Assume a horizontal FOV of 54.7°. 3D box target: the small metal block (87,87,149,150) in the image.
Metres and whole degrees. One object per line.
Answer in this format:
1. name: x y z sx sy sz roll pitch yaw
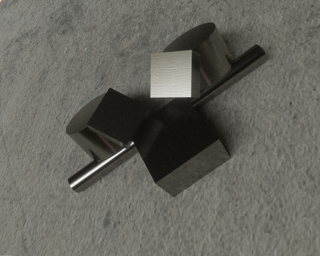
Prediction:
1. small metal block: -0.047 -0.010 0.355 0.050 0.025 0.050 27 74 4

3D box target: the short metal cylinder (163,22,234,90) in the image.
1. short metal cylinder: 0.047 -0.091 0.400 0.080 0.050 0.080 -28 29 18

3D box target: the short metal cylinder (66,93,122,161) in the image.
1. short metal cylinder: -0.076 -0.003 0.412 0.080 0.050 0.080 -28 29 18

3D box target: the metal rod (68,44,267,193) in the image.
1. metal rod: 0.007 -0.010 0.406 0.300 0.025 0.025 -35 52 4

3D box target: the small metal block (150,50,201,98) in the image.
1. small metal block: 0.018 -0.059 0.351 0.050 0.025 0.050 2 93 29

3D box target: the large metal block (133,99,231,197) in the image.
1. large metal block: 0.021 0.020 0.363 0.080 0.050 0.080 -36 51 4
